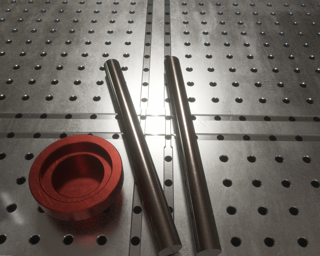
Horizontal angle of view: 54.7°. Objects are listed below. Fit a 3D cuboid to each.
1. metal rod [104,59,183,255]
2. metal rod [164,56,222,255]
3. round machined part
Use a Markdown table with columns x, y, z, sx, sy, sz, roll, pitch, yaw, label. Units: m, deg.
| x | y | z | sx | sy | sz | roll | pitch | yaw | label |
| --- | --- | --- | --- | --- | --- | --- | --- | --- | --- |
| -0.033 | 0.011 | 0.397 | 0.025 | 0.025 | 0.300 | -13 | 51 | -11 | metal rod |
| 0.034 | 0.009 | 0.400 | 0.025 | 0.025 | 0.300 | -4 | 50 | -4 | metal rod |
| -0.090 | 0.058 | 0.347 | 0.099 | 0.042 | 0.098 | 0 | 50 | 0 | round machined part |
